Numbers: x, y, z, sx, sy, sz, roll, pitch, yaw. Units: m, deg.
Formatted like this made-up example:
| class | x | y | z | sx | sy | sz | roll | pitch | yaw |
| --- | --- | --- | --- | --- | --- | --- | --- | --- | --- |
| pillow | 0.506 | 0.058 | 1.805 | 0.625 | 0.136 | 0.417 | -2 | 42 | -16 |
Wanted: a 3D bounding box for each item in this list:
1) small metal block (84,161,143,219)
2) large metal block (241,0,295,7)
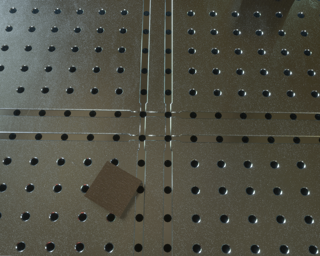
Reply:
| class | x | y | z | sx | sy | sz | roll | pitch | yaw |
| --- | --- | --- | --- | --- | --- | --- | --- | --- | --- |
| small metal block | -0.056 | 0.077 | 0.383 | 0.050 | 0.025 | 0.050 | 29 | 72 | 9 |
| large metal block | 0.173 | -0.234 | 0.470 | 0.081 | 0.080 | 0.050 | 3 | 70 | 1 |
